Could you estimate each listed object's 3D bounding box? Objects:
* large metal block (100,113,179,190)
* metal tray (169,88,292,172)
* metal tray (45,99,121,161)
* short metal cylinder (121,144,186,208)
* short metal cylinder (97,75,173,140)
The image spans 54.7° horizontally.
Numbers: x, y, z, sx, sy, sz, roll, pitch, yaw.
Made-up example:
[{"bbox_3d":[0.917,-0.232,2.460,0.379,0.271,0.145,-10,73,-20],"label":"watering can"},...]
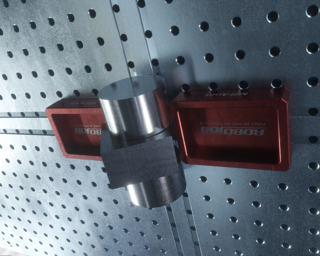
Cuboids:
[{"bbox_3d":[-0.027,0.024,0.386,0.080,0.080,0.050,-13,116,-4],"label":"large metal block"},{"bbox_3d":[0.083,0.002,0.365,0.130,0.030,0.089,1,119,27],"label":"metal tray"},{"bbox_3d":[-0.100,0.004,0.463,0.130,0.030,0.089,1,119,27],"label":"metal tray"},{"bbox_3d":[-0.008,0.061,0.417,0.080,0.080,0.050,2,119,27],"label":"short metal cylinder"},{"bbox_3d":[-0.029,-0.027,0.374,0.080,0.080,0.050,2,119,27],"label":"short metal cylinder"}]
